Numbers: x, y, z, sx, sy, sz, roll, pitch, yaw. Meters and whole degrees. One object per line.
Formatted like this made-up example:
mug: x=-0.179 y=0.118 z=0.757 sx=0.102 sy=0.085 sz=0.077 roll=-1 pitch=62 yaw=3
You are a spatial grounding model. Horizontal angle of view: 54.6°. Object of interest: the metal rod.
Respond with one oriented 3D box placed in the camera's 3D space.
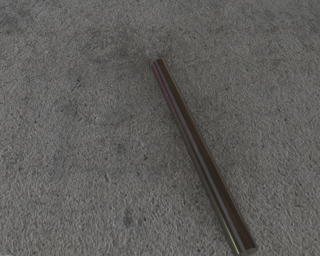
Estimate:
metal rod: x=0.041 y=0.012 z=0.393 sx=0.025 sy=0.025 sz=0.300 roll=-13 pitch=51 yaw=-11
